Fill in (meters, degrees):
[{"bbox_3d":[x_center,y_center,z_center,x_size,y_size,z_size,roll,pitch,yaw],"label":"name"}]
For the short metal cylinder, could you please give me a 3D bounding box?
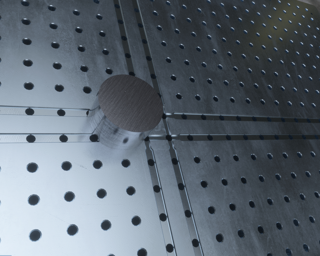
[{"bbox_3d":[-0.043,-0.019,0.381,0.081,0.050,0.080,14,56,-21],"label":"short metal cylinder"}]
